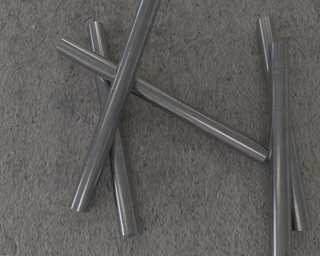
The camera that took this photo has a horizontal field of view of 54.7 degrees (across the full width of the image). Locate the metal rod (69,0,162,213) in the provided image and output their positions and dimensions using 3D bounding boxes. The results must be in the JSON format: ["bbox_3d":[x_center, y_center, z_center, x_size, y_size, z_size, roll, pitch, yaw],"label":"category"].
[{"bbox_3d":[-0.050,-0.044,0.380,0.025,0.025,0.299,18,87,6],"label":"metal rod"}]

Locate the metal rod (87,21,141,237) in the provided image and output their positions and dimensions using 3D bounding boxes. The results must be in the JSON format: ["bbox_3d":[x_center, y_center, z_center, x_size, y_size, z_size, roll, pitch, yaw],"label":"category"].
[{"bbox_3d":[-0.065,-0.013,0.412,0.025,0.025,0.299,-11,70,-4],"label":"metal rod"}]

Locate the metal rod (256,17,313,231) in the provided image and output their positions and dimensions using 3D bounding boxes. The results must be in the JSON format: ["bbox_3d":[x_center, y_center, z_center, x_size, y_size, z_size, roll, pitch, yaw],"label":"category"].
[{"bbox_3d":[0.162,-0.019,0.415,0.025,0.025,0.299,-2,70,-1],"label":"metal rod"}]

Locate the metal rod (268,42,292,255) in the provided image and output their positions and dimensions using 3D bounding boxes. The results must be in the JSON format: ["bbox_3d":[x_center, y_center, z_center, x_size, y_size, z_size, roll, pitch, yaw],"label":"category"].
[{"bbox_3d":[0.145,0.037,0.375,0.025,0.025,0.299,4,77,1],"label":"metal rod"}]

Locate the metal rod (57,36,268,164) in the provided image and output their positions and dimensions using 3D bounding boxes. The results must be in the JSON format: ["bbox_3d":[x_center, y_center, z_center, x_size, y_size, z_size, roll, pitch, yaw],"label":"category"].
[{"bbox_3d":[0.002,-0.038,0.404,0.301,0.025,0.025,29,73,3],"label":"metal rod"}]
